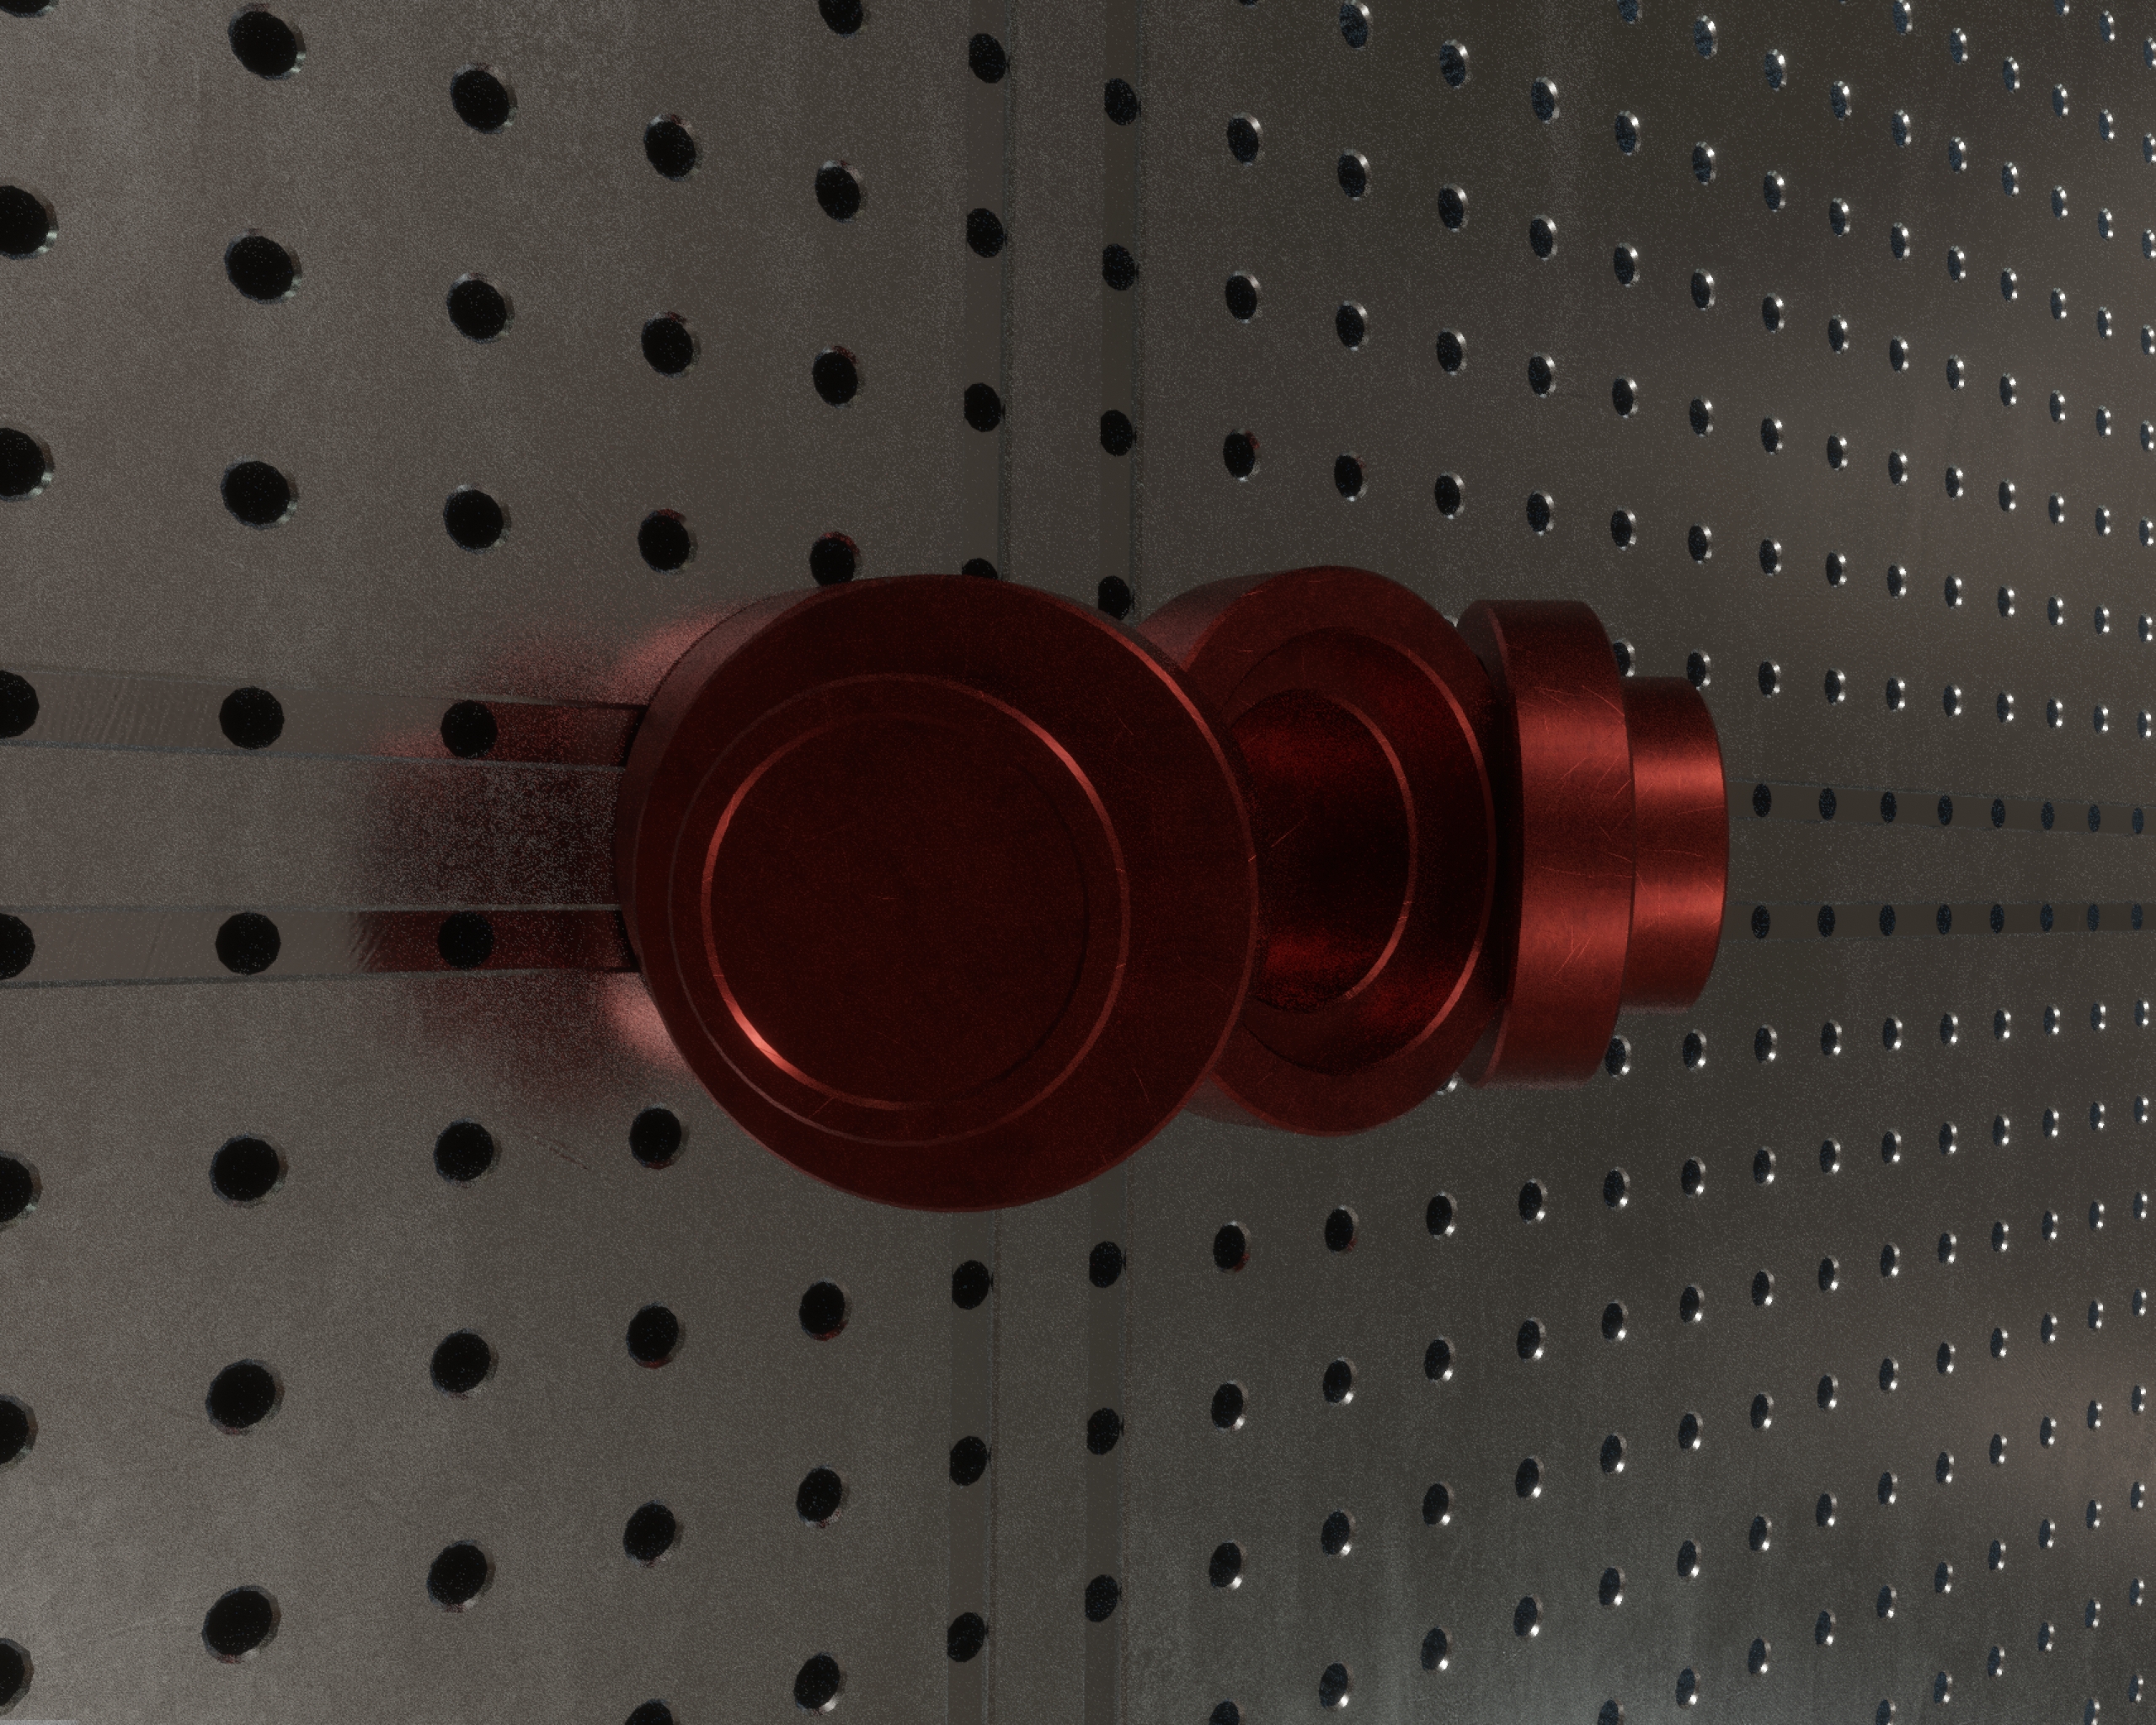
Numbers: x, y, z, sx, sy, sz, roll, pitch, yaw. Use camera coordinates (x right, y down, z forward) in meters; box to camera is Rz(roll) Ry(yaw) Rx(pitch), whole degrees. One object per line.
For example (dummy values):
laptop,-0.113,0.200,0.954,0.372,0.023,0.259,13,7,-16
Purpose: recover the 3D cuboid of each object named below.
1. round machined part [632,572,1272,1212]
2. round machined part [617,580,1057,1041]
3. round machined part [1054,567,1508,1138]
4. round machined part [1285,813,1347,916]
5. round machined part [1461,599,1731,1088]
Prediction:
round machined part,-0.022,0.005,0.315,0.042,0.098,0.097,-21,107,-77
round machined part,-0.029,-0.003,0.375,0.099,0.042,0.097,0,90,-40
round machined part,0.033,-0.002,0.372,0.099,0.042,0.097,0,90,-40
round machined part,0.047,-0.003,0.439,0.099,0.042,0.097,0,90,-40
round machined part,0.100,-0.004,0.417,0.042,0.098,0.097,0,90,0
